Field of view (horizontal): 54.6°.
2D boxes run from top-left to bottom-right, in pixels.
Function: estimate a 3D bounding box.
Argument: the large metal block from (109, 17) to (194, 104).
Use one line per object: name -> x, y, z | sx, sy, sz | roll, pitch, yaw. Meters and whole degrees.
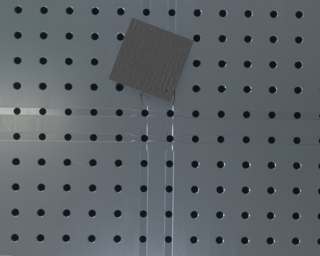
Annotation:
large metal block -> -0.010, -0.083, 0.401 | 0.080, 0.050, 0.080 | 21, 90, 0
